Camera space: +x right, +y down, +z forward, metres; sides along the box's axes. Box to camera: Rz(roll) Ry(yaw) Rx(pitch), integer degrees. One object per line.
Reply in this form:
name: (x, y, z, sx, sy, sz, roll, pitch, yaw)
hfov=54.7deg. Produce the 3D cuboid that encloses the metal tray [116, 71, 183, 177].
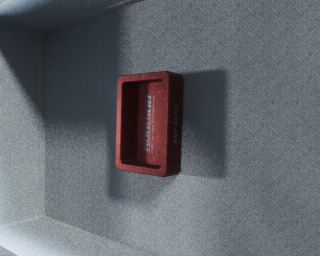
metal tray: (-0.016, -0.006, 0.411, 0.090, 0.030, 0.129, 2, 91, 39)
